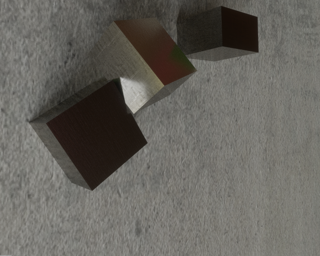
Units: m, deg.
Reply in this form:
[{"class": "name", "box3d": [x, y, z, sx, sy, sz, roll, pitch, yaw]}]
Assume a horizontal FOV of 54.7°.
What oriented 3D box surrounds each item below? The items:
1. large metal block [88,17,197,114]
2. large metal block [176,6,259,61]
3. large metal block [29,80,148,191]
[{"class": "large metal block", "box3d": [-0.016, -0.072, 0.343, 0.080, 0.050, 0.080, 52, 36, 2]}, {"class": "large metal block", "box3d": [0.081, -0.129, 0.439, 0.081, 0.080, 0.050, -5, 93, -40]}, {"class": "large metal block", "box3d": [-0.073, 0.006, 0.327, 0.080, 0.050, 0.080, -41, 115, -31]}]
